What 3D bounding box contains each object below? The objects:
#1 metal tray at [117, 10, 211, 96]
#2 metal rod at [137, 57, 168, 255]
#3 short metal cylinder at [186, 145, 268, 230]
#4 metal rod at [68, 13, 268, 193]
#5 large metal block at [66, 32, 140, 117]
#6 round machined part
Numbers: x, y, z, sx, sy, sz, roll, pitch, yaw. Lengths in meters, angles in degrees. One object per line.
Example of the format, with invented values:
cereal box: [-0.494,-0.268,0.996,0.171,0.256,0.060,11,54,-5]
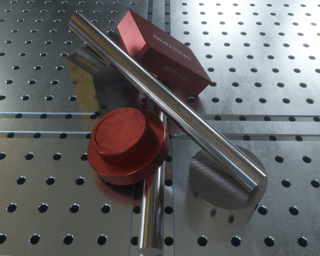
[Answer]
metal tray: [0.008,-0.104,0.441,0.131,0.030,0.090,20,35,-41]
metal rod: [-0.004,0.007,0.401,0.025,0.025,0.300,2,50,1]
short metal cylinder: [0.070,0.063,0.340,0.081,0.050,0.080,0,50,0]
metal rod: [-0.007,-0.043,0.352,0.025,0.025,0.300,-36,67,-26]
large metal block: [-0.075,-0.074,0.434,0.050,0.080,0.080,34,58,25]
round machined part: [-0.041,0.014,0.364,0.098,0.042,0.098,-11,49,13]
